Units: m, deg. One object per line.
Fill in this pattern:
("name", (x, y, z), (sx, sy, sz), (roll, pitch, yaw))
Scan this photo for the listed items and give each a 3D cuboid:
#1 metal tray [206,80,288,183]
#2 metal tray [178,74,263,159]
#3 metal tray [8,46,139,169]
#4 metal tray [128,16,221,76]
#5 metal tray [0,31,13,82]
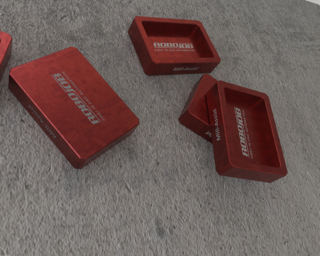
("metal tray", (0.115, 0.004, 0.420), (0.091, 0.030, 0.130), (12, 57, -22))
("metal tray", (0.101, -0.013, 0.462), (0.130, 0.030, 0.090), (32, 51, -7))
("metal tray", (-0.099, -0.028, 0.364), (0.130, 0.030, 0.091), (49, 51, 6))
("metal tray", (0.024, -0.130, 0.492), (0.131, 0.030, 0.090), (-9, 66, -32))
("metal tray", (-0.235, -0.078, 0.321), (0.131, 0.030, 0.090), (15, 56, -20))
